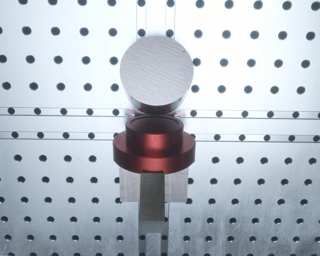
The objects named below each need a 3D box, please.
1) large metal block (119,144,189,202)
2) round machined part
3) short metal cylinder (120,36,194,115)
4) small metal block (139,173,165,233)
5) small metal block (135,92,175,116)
[{"bbox_3d":[-0.008,0.052,0.402,0.081,0.080,0.050,1,110,-1],"label":"large metal block"},{"bbox_3d":[-0.006,0.014,0.368,0.099,0.098,0.042,1,110,-1],"label":"round machined part"},{"bbox_3d":[-0.004,-0.059,0.360,0.081,0.050,0.080,0,80,-1],"label":"short metal cylinder"},{"bbox_3d":[-0.008,0.082,0.333,0.025,0.050,0.050,1,148,-1],"label":"small metal block"},{"bbox_3d":[-0.007,-0.025,0.403,0.050,0.025,0.050,1,110,-1],"label":"small metal block"}]
